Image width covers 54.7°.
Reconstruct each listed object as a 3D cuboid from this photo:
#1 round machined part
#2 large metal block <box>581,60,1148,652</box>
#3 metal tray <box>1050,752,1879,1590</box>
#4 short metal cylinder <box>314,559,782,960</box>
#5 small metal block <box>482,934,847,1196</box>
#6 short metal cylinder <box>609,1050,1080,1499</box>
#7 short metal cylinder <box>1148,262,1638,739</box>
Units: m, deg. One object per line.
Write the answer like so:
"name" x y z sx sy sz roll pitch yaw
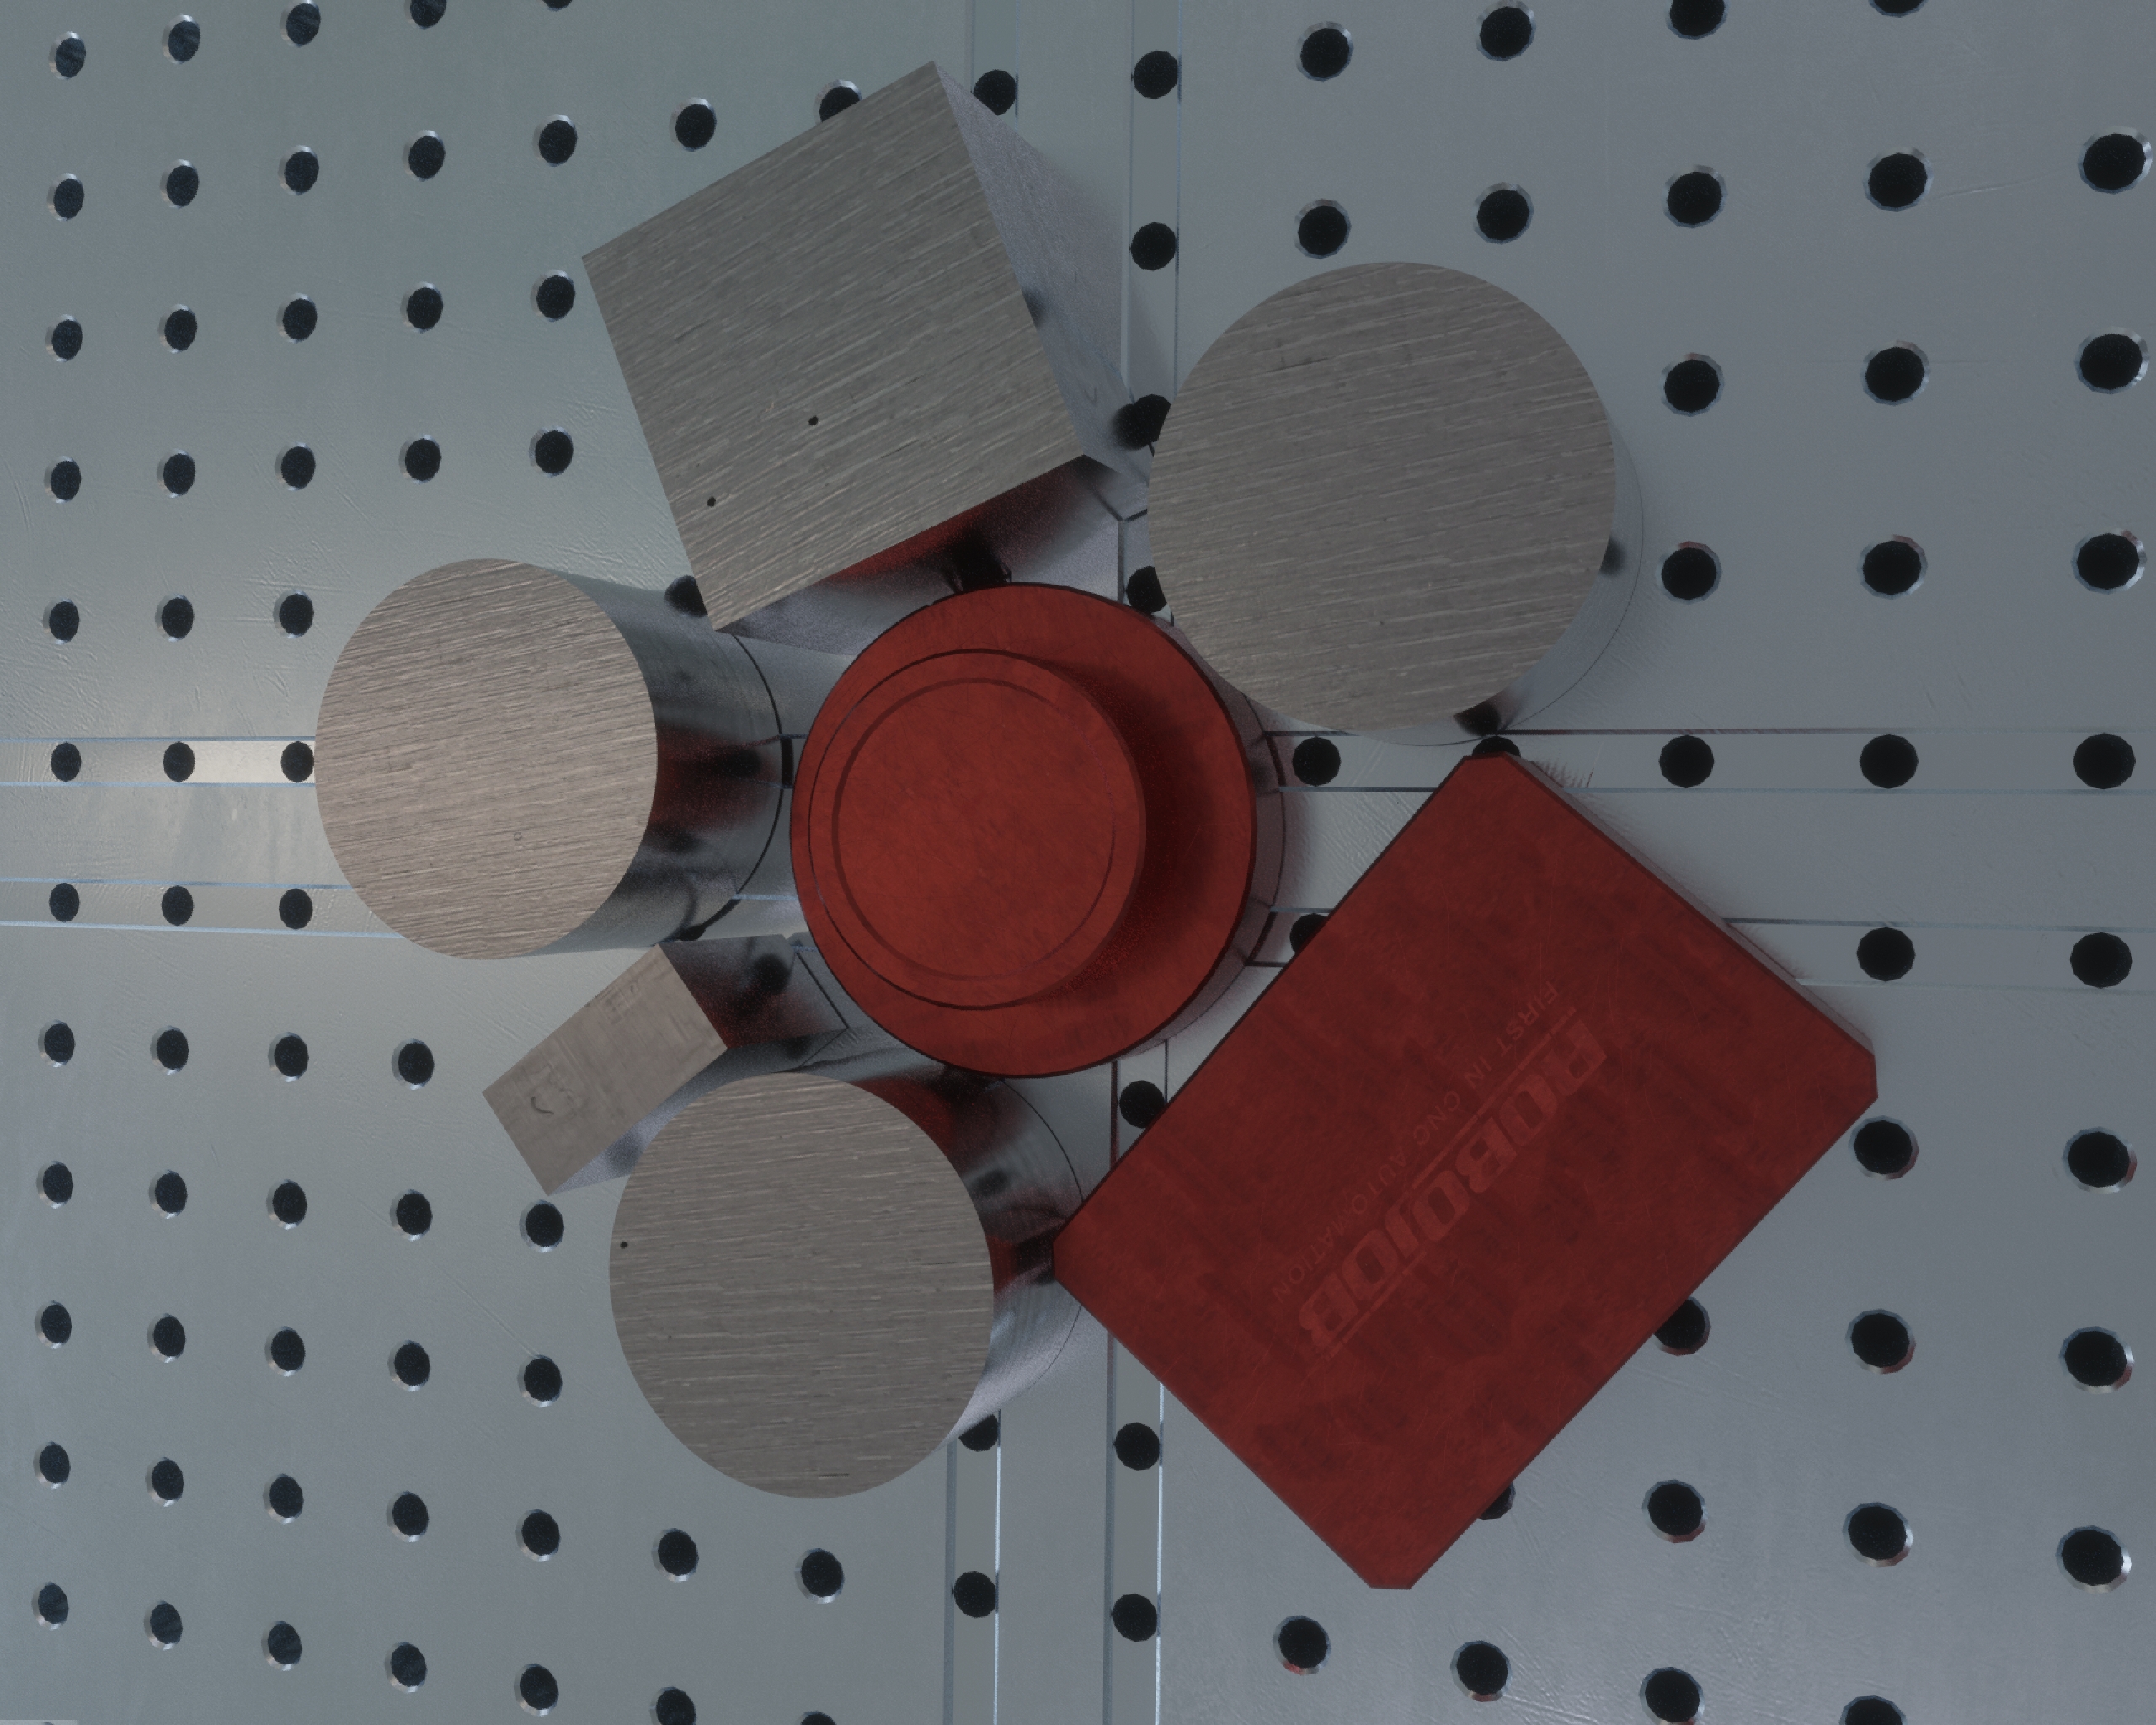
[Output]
"round machined part" -0.013 -0.006 0.407 0.098 0.042 0.097 0 90 20
"large metal block" -0.039 -0.096 0.413 0.080 0.050 0.080 -23 83 18
"metal tray" 0.069 0.055 0.384 0.090 0.030 0.130 42 103 15
"short metal cylinder" -0.110 -0.021 0.437 0.080 0.050 0.080 0 90 20
"small metal block" -0.084 0.040 0.428 0.050 0.050 0.025 -39 78 16
"short metal cylinder" -0.044 0.079 0.414 0.080 0.050 0.080 0 90 20
"short metal cylinder" 0.059 -0.062 0.378 0.080 0.050 0.080 0 90 20
